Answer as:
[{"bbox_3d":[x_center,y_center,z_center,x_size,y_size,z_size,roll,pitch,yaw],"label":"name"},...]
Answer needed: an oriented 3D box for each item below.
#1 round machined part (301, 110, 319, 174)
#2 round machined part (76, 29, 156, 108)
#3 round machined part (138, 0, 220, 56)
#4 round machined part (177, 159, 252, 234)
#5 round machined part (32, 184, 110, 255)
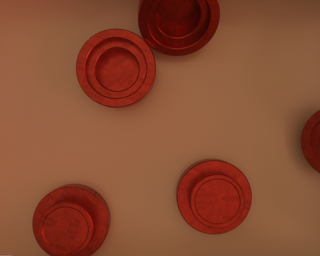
[{"bbox_3d":[0.235,0.016,0.391,0.098,0.042,0.097,5,99,33],"label":"round machined part"},{"bbox_3d":[-0.054,-0.074,0.402,0.099,0.042,0.097,0,90,-1],"label":"round machined part"},{"bbox_3d":[0.022,-0.143,0.387,0.099,0.042,0.097,-2,132,-2],"label":"round machined part"},{"bbox_3d":[0.071,0.091,0.404,0.099,0.042,0.097,0,90,-1],"label":"round machined part"},{"bbox_3d":[-0.117,0.125,0.402,0.099,0.042,0.097,0,90,-1],"label":"round machined part"}]
